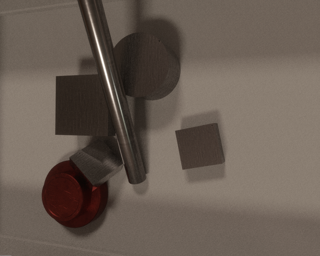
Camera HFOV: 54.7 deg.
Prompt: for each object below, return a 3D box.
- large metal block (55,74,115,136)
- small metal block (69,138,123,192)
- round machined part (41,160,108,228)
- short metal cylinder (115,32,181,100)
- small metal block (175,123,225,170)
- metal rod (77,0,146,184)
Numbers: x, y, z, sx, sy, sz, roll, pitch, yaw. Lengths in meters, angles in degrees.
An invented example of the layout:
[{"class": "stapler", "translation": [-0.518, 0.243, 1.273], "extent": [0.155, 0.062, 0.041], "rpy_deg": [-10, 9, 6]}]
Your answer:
[{"class": "large metal block", "translation": [-0.095, -0.030, 0.429], "extent": [0.080, 0.050, 0.079], "rpy_deg": [1, 90, 19]}, {"class": "small metal block", "translation": [-0.088, 0.050, 0.425], "extent": [0.050, 0.025, 0.050], "rpy_deg": [-36, 74, -30]}, {"class": "round machined part", "translation": [-0.129, 0.095, 0.445], "extent": [0.098, 0.042, 0.097], "rpy_deg": [0, 90, 19]}, {"class": "short metal cylinder", "translation": [-0.019, -0.078, 0.403], "extent": [0.080, 0.050, 0.079], "rpy_deg": [0, 90, 19]}, {"class": "small metal block", "translation": [0.051, 0.023, 0.392], "extent": [0.050, 0.025, 0.050], "rpy_deg": [-12, 86, 19]}, {"class": "metal rod", "translation": [-0.060, -0.064, 0.364], "extent": [0.025, 0.025, 0.298], "rpy_deg": [-4, 115, 20]}]
